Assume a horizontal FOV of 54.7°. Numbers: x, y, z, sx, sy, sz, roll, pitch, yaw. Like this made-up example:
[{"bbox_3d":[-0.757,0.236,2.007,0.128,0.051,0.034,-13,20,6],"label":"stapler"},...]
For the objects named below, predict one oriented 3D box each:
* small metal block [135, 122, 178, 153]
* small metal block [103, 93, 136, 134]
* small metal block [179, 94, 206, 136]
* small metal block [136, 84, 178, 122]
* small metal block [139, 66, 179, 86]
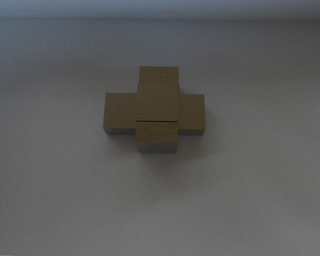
[{"bbox_3d":[-0.004,0.013,0.388,0.050,0.050,0.025,1,70,0],"label":"small metal block"},{"bbox_3d":[-0.047,-0.019,0.414,0.050,0.025,0.050,1,70,0],"label":"small metal block"},{"bbox_3d":[0.033,-0.018,0.414,0.050,0.025,0.050,1,70,0],"label":"small metal block"},{"bbox_3d":[-0.003,-0.028,0.390,0.050,0.025,0.050,1,70,0],"label":"small metal block"},{"bbox_3d":[-0.001,-0.059,0.415,0.050,0.050,0.025,1,70,0],"label":"small metal block"}]
